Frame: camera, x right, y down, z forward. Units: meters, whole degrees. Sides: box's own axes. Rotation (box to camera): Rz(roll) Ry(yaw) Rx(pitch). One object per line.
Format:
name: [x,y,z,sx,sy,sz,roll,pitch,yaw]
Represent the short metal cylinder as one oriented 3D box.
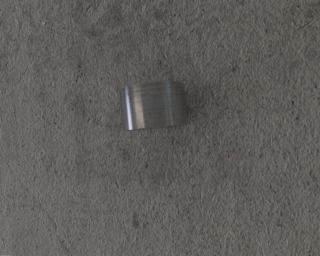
short metal cylinder: [-0.008,-0.025,0.383,0.080,0.080,0.050,-7,88,20]
